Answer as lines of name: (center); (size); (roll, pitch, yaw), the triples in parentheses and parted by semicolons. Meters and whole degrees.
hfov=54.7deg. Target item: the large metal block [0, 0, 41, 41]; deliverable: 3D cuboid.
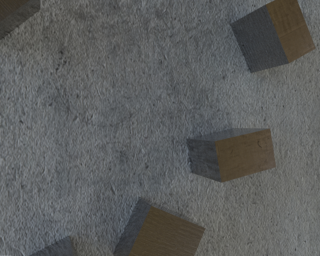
large metal block: (-0.188, -0.142, 0.326); (0.080, 0.050, 0.080); (-46, 104, -14)

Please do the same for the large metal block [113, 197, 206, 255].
large metal block: (-0.002, 0.145, 0.395); (0.080, 0.050, 0.080); (28, 81, -18)

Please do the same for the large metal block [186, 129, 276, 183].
large metal block: (0.092, 0.032, 0.413); (0.081, 0.080, 0.050); (-11, 94, -20)

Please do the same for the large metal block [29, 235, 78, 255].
large metal block: (-0.106, 0.179, 0.341); (0.050, 0.080, 0.080); (-24, 98, -18)

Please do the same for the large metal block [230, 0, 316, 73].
large metal block: (0.156, -0.130, 0.437); (0.050, 0.080, 0.080); (-29, 100, -18)
